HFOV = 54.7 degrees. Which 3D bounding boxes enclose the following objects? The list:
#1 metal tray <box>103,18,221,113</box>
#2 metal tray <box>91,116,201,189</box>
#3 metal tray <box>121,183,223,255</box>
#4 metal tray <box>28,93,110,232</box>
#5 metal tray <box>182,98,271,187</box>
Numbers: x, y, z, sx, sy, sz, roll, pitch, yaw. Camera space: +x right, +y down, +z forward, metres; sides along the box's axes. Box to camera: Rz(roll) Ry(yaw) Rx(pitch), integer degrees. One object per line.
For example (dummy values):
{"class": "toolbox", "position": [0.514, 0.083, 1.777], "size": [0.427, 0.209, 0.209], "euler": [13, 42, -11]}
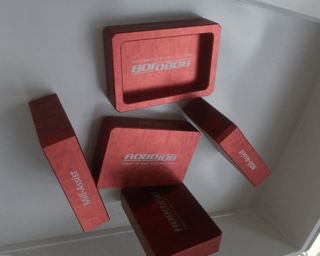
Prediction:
{"class": "metal tray", "position": [0.004, -0.074, 0.361], "size": [0.131, 0.030, 0.089], "euler": [-13, 124, -22]}
{"class": "metal tray", "position": [-0.018, 0.034, 0.414], "size": [0.131, 0.030, 0.089], "euler": [3, 117, -30]}
{"class": "metal tray", "position": [0.010, 0.121, 0.419], "size": [0.091, 0.130, 0.030], "euler": [-12, 124, -23]}
{"class": "metal tray", "position": [-0.097, 0.038, 0.335], "size": [0.030, 0.090, 0.129], "euler": [-23, 128, -16]}
{"class": "metal tray", "position": [0.093, 0.019, 0.428], "size": [0.030, 0.090, 0.130], "euler": [-44, 130, 3]}
